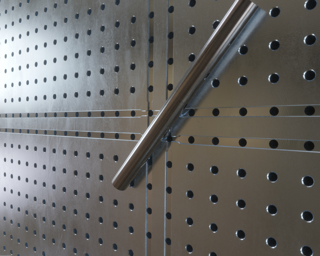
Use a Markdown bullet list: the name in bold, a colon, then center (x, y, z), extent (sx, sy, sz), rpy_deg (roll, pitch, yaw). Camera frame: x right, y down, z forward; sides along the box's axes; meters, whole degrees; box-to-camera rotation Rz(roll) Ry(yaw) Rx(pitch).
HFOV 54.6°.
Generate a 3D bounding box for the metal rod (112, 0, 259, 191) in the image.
- **metal rod**: center (0.018, -0.026, 0.395), extent (0.025, 0.025, 0.298), rpy_deg (50, 119, 28)
